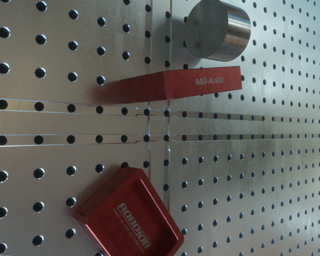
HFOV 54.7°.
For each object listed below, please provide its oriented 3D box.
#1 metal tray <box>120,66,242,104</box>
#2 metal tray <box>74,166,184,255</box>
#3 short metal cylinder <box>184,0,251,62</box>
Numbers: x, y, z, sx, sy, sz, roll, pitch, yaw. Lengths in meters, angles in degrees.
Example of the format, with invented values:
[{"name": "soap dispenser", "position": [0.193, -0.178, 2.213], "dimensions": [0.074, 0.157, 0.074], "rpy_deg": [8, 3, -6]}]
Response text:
[{"name": "metal tray", "position": [0.029, -0.055, 0.390], "dimensions": [0.131, 0.090, 0.030], "rpy_deg": [-12, 98, -39]}, {"name": "metal tray", "position": [-0.032, 0.123, 0.379], "dimensions": [0.090, 0.030, 0.130], "rpy_deg": [-43, 116, -32]}, {"name": "short metal cylinder", "position": [0.081, -0.137, 0.440], "dimensions": [0.050, 0.080, 0.079], "rpy_deg": [-2, 92, -40]}]
